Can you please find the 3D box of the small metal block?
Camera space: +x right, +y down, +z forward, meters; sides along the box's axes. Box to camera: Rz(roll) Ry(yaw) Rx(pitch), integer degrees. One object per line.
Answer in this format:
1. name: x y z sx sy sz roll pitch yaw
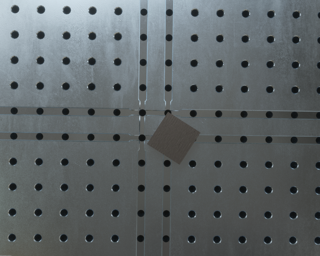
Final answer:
1. small metal block: 0.018 0.013 0.414 0.050 0.025 0.050 33 90 -1
